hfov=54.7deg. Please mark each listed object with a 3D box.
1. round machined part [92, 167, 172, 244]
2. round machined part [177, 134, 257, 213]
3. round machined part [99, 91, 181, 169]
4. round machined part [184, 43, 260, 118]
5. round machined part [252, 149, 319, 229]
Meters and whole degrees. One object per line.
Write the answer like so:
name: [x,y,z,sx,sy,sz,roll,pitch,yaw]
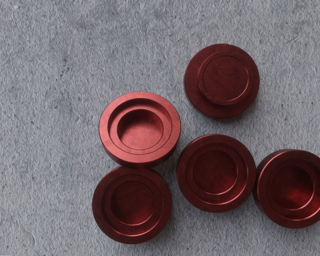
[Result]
round machined part: [-0.034,0.095,0.401,0.099,0.042,0.097,0,90,0]
round machined part: [0.070,0.056,0.402,0.099,0.042,0.097,0,90,0]
round machined part: [-0.024,0.006,0.388,0.099,0.042,0.098,1,62,-1]
round machined part: [0.081,-0.062,0.402,0.099,0.042,0.097,0,90,0]
round machined part: [0.166,0.075,0.401,0.099,0.042,0.097,0,90,-4]
